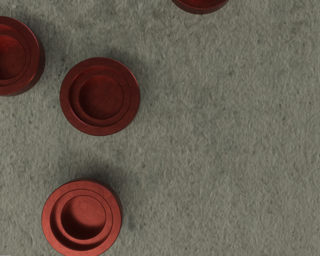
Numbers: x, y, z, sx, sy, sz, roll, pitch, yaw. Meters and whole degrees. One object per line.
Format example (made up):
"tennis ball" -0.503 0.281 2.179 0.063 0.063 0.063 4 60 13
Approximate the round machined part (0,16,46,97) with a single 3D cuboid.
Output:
"round machined part" -0.197 -0.089 0.399 0.099 0.042 0.097 0 90 -1

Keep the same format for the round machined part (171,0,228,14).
"round machined part" 0.055 -0.203 0.402 0.099 0.042 0.097 0 90 -1

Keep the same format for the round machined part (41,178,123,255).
"round machined part" -0.096 0.113 0.400 0.099 0.042 0.097 0 90 -1

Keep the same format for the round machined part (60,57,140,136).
"round machined part" -0.074 -0.039 0.401 0.099 0.042 0.097 0 90 -1
